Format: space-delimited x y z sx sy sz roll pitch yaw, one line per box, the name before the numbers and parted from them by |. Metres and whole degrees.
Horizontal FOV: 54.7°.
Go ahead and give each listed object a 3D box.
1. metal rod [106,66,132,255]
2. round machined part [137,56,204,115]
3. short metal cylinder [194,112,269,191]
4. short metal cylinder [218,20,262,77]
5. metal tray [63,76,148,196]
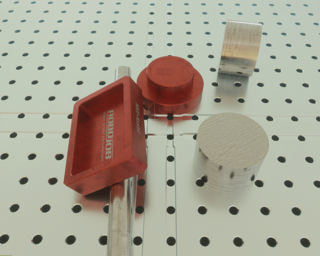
metal rod | -0.048 0.028 0.383 0.025 0.025 0.300 -3 50 -2
round machined part | 0.015 -0.069 0.454 0.099 0.042 0.098 0 50 0
short metal cylinder | 0.082 0.028 0.369 0.080 0.050 0.080 0 50 0
short metal cylinder | 0.121 -0.122 0.475 0.050 0.080 0.080 9 51 8
metal tray | -0.064 0.005 0.371 0.090 0.030 0.130 -24 47 19
